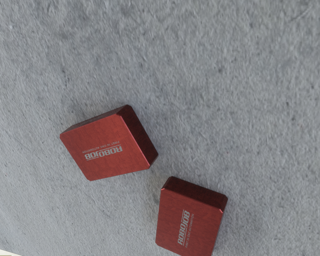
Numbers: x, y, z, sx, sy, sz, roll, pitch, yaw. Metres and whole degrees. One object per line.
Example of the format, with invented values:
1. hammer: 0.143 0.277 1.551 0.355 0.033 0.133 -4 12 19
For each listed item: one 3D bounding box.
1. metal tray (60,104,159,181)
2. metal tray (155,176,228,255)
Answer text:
1. metal tray: -0.078 0.026 0.459 0.130 0.030 0.090 -17 110 34
2. metal tray: 0.044 0.142 0.467 0.090 0.030 0.129 17 125 17
